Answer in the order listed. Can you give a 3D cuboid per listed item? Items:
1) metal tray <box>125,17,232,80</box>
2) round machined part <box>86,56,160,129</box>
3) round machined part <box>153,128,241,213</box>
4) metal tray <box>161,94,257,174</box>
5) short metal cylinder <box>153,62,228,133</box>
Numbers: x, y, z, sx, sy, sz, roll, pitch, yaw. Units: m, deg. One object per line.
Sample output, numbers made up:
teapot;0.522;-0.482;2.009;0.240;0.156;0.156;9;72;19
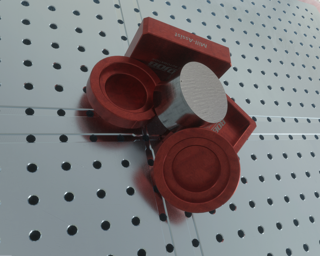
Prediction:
metal tray;0.022;-0.093;0.436;0.131;0.090;0.030;14;56;-21
round machined part;-0.046;-0.041;0.399;0.099;0.042;0.098;14;56;-21
round machined part;0.043;0.048;0.371;0.099;0.042;0.097;0;92;5
metal tray;0.074;0.004;0.444;0.090;0.030;0.131;45;51;3
short metal cylinder;0.038;-0.035;0.388;0.081;0.050;0.080;18;60;-34
